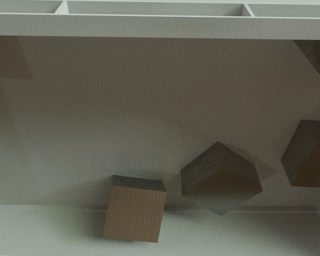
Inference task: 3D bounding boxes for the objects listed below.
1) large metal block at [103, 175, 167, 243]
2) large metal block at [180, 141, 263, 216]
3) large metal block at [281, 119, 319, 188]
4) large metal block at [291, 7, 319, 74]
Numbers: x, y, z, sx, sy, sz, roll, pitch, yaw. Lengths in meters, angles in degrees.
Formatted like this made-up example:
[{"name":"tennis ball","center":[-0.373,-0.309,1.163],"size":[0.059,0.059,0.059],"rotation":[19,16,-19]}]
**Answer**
[{"name":"large metal block","center":[-0.039,0.122,0.473],"size":[0.081,0.050,0.079],"rotation":[9,97,-7]},{"name":"large metal block","center":[0.088,0.077,0.459],"size":[0.080,0.050,0.080],"rotation":[31,123,-24]},{"name":"large metal block","center":[0.226,0.038,0.427],"size":[0.081,0.050,0.079],"rotation":[4,130,-4]},{"name":"large metal block","center":[0.192,-0.075,0.310],"size":[0.080,0.080,0.050],"rotation":[24,126,-19]}]
